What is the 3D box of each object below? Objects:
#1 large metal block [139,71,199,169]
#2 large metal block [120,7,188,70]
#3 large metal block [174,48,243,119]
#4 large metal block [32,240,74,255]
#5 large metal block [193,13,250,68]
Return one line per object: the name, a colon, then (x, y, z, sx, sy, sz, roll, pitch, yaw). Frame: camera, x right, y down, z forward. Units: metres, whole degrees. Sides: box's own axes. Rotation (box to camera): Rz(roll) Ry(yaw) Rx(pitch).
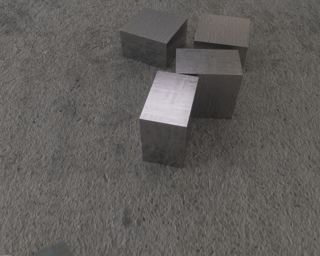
large metal block: (0.012, -0.010, 0.376, 0.050, 0.080, 0.080, 10, 51, 9)
large metal block: (-0.008, -0.150, 0.513, 0.080, 0.050, 0.080, 21, 53, 16)
large metal block: (0.060, -0.058, 0.416, 0.080, 0.080, 0.050, 2, 50, 1)
large metal block: (-0.099, 0.144, 0.246, 0.081, 0.080, 0.050, -22, 54, -17)
large metal block: (0.099, -0.139, 0.504, 0.080, 0.050, 0.080, 9, 51, 8)
